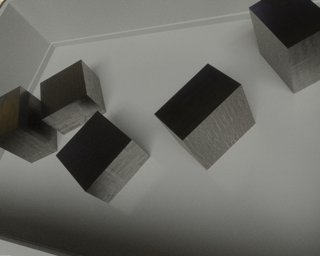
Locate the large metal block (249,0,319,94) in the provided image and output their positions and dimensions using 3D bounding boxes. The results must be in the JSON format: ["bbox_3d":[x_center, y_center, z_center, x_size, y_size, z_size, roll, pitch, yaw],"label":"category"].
[{"bbox_3d":[0.150,-0.100,0.353,0.050,0.080,0.080,-29,52,9],"label":"large metal block"}]

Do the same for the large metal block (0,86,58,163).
[{"bbox_3d":[-0.207,-0.004,0.479,0.050,0.080,0.080,-25,53,13],"label":"large metal block"}]

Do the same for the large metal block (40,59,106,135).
[{"bbox_3d":[-0.139,-0.048,0.490,0.080,0.050,0.080,-27,53,11],"label":"large metal block"}]

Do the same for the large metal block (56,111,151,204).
[{"bbox_3d":[-0.074,0.037,0.405,0.080,0.050,0.080,-49,52,-6],"label":"large metal block"}]

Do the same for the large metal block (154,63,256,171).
[{"bbox_3d":[0.053,-0.010,0.348,0.080,0.080,0.050,-44,51,-2],"label":"large metal block"}]
